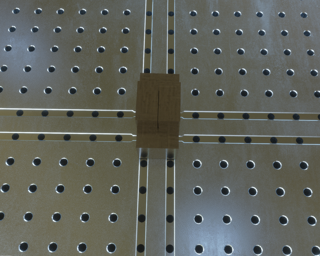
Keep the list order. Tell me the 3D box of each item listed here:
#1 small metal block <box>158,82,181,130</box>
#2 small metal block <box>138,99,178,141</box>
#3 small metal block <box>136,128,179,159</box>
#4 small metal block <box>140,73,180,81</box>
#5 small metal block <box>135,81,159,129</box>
[{"bbox_3d":[0.012,-0.023,0.380,0.025,0.050,0.050,1,70,2],"label":"small metal block"},{"bbox_3d":[-0.002,-0.010,0.415,0.050,0.025,0.050,1,70,2],"label":"small metal block"},{"bbox_3d":[-0.003,0.021,0.391,0.050,0.050,0.025,1,70,1],"label":"small metal block"},{"bbox_3d":[-0.001,-0.050,0.416,0.050,0.050,0.025,2,70,1],"label":"small metal block"},{"bbox_3d":[-0.015,-0.023,0.380,0.025,0.050,0.050,2,70,1],"label":"small metal block"}]
